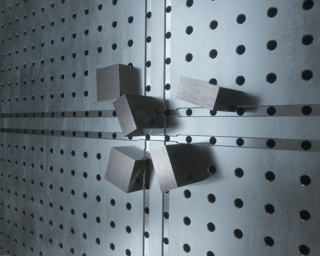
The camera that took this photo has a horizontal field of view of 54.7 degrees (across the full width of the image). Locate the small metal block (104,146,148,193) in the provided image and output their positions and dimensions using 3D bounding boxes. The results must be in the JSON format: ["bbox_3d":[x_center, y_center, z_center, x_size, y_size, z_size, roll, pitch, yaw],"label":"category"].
[{"bbox_3d":[-0.050,0.059,0.448,0.050,0.025,0.050,24,105,37],"label":"small metal block"}]

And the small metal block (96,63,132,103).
[{"bbox_3d":[-0.069,-0.066,0.464,0.050,0.025,0.050,-4,88,39],"label":"small metal block"}]

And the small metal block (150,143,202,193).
[{"bbox_3d":[0.020,0.047,0.375,0.025,0.050,0.050,-27,73,37],"label":"small metal block"}]

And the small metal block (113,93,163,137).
[{"bbox_3d":[-0.029,-0.017,0.415,0.025,0.050,0.050,-32,71,35],"label":"small metal block"}]

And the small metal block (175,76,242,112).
[{"bbox_3d":[0.054,-0.037,0.347,0.050,0.050,0.025,23,105,37],"label":"small metal block"}]
